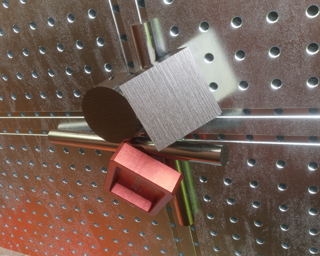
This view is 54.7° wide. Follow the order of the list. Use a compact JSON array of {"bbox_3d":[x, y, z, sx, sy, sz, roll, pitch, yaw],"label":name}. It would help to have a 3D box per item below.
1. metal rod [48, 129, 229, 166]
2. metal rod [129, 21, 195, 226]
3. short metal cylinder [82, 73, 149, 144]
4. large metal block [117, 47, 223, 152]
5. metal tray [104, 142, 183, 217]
[{"bbox_3d":[-0.052,0.022,0.431,0.300,0.025,0.025,4,121,34],"label":"metal rod"},{"bbox_3d":[0.009,0.012,0.414,0.025,0.025,0.298,1,119,28],"label":"metal rod"},{"bbox_3d":[-0.054,-0.026,0.407,0.080,0.050,0.079,13,124,21],"label":"short metal cylinder"},{"bbox_3d":[0.009,-0.033,0.344,0.080,0.050,0.080,-31,105,-3],"label":"large metal block"},{"bbox_3d":[-0.029,0.078,0.438,0.090,0.030,0.129,29,149,2],"label":"metal tray"}]
